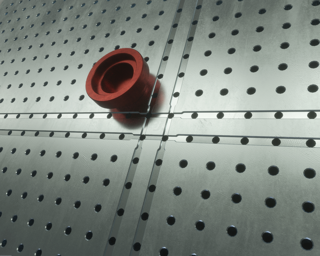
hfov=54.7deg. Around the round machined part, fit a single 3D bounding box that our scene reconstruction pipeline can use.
[{"bbox_3d":[-0.060,-0.070,0.470,0.098,0.042,0.098,-13,56,20],"label":"round machined part"}]
